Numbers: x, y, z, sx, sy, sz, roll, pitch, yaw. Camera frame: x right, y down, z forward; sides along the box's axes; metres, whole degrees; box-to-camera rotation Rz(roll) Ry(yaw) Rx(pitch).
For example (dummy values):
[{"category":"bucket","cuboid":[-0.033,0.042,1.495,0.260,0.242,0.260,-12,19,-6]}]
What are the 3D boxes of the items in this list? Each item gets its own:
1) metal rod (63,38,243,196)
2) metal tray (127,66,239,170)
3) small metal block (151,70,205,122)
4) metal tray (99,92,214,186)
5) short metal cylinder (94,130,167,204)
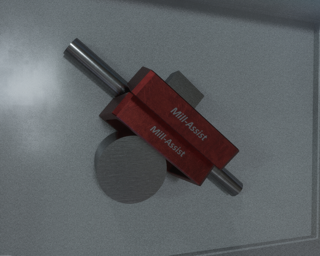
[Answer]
[{"category":"metal rod","cuboid":[0.002,-0.005,0.412,0.300,0.025,0.025,41,77,-16]},{"category":"metal tray","cuboid":[0.023,-0.014,0.357,0.130,0.090,0.030,41,94,-16]},{"category":"small metal block","cuboid":[0.023,-0.041,0.418,0.050,0.025,0.050,42,76,-16]},{"category":"metal tray","cuboid":[-0.007,0.014,0.373,0.130,0.090,0.030,41,77,-16]},{"category":"short metal cylinder","cuboid":[-0.037,0.045,0.377,0.081,0.050,0.079,-2,98,-15]}]
